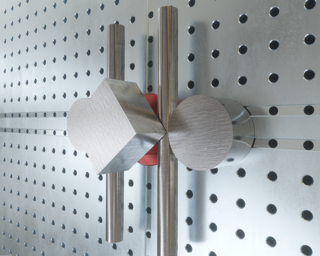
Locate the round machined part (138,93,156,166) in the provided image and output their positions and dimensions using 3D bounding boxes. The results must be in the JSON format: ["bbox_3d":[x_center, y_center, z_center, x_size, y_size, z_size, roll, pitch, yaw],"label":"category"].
[{"bbox_3d":[-0.018,0.002,0.414,0.098,0.042,0.097,0,90,40],"label":"round machined part"}]

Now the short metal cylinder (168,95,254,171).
[{"bbox_3d":[0.056,0.005,0.346,0.080,0.050,0.080,0,90,40],"label":"short metal cylinder"}]

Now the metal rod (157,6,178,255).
[{"bbox_3d":[0.009,0.006,0.375,0.025,0.025,0.298,0,90,40],"label":"metal rod"}]

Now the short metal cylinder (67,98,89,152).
[{"bbox_3d":[-0.097,-0.005,0.474,0.080,0.050,0.080,0,90,40],"label":"short metal cylinder"}]

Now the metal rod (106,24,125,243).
[{"bbox_3d":[-0.063,0.007,0.434,0.025,0.025,0.298,1,90,40],"label":"metal rod"}]

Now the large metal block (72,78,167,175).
[{"bbox_3d":[-0.051,-0.001,0.374,0.080,0.050,0.080,-46,63,30],"label":"large metal block"}]
